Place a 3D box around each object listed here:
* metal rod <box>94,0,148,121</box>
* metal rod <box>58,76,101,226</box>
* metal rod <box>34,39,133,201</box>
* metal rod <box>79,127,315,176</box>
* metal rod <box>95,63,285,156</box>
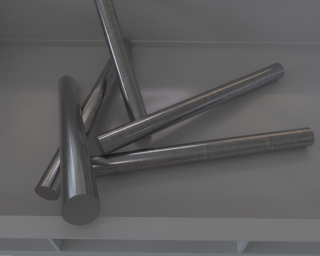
[{"bbox_3d":[-0.068,-0.140,0.427,0.025,0.025,0.299,-16,82,-13],"label":"metal rod"},{"bbox_3d":[-0.095,-0.006,0.332,0.025,0.025,0.300,-15,27,-12],"label":"metal rod"},{"bbox_3d":[-0.085,-0.037,0.415,0.025,0.025,0.300,8,44,7],"label":"metal rod"},{"bbox_3d":[0.041,0.030,0.379,0.302,0.025,0.025,-7,51,-6],"label":"metal rod"},{"bbox_3d":[0.057,-0.034,0.419,0.302,0.025,0.025,-24,54,-24],"label":"metal rod"}]
